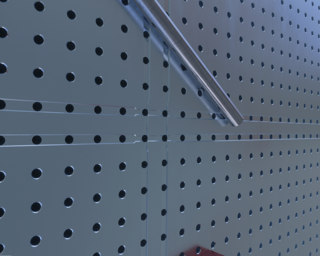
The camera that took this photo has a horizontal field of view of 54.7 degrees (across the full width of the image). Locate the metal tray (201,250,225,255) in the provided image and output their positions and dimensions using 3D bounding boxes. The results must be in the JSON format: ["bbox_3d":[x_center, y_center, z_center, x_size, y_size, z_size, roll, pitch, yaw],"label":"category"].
[{"bbox_3d":[0.049,0.248,0.449,0.131,0.030,0.089,-11,97,-40],"label":"metal tray"}]

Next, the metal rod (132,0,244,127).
[{"bbox_3d":[0.038,-0.104,0.443,0.300,0.025,0.025,45,63,-31],"label":"metal rod"}]
